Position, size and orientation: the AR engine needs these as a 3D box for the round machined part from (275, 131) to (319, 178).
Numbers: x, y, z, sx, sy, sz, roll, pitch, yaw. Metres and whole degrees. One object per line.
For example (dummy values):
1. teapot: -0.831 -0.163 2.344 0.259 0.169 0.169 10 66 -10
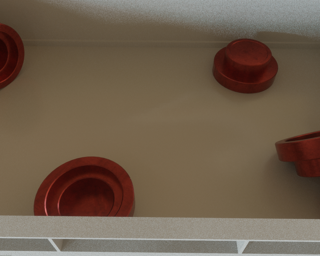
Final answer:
1. round machined part: 0.185 0.027 0.349 0.099 0.098 0.042 -13 87 -11

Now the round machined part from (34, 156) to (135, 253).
1. round machined part: -0.075 0.082 0.325 0.099 0.042 0.098 0 50 0

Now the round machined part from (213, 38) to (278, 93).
1. round machined part: 0.133 -0.102 0.481 0.099 0.042 0.098 0 50 0

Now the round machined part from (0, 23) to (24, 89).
1. round machined part: -0.250 -0.107 0.446 0.042 0.097 0.098 23 54 18
